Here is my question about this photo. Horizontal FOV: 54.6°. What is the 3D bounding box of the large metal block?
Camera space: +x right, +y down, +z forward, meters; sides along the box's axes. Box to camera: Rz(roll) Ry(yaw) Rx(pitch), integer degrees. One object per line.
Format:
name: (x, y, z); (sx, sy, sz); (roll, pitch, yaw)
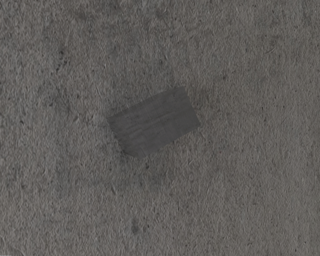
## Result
large metal block: (-0.011, -0.007, 0.375); (0.080, 0.080, 0.050); (-28, 100, -18)
